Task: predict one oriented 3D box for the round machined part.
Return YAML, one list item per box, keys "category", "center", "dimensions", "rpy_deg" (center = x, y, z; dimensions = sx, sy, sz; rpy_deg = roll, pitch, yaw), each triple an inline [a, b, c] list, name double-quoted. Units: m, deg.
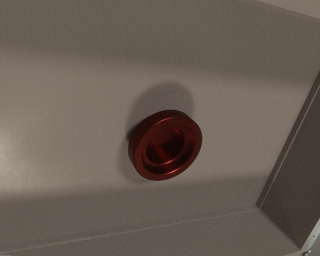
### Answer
- category: "round machined part"
  center: [0.004, 0.019, 0.413]
  dimensions: [0.099, 0.042, 0.097]
  rpy_deg: [-14, 125, -21]
